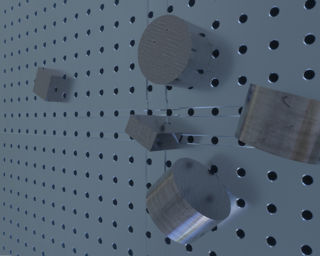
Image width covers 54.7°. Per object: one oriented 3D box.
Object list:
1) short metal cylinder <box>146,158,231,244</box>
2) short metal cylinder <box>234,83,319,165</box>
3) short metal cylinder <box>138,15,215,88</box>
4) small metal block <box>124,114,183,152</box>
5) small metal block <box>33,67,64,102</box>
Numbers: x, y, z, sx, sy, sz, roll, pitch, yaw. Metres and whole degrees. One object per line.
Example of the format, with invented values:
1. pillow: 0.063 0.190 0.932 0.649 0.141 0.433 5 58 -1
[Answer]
1. short metal cylinder: 0.032 0.080 0.347 0.050 0.081 0.080 -49 61 29
2. short metal cylinder: 0.114 -0.006 0.279 0.080 0.081 0.050 23 105 37
3. short metal cylinder: 0.019 -0.090 0.377 0.080 0.050 0.079 0 90 40
4. small metal block: -0.008 0.005 0.400 0.050 0.050 0.025 35 112 34
5. small metal block: -0.212 -0.082 0.584 0.050 0.025 0.050 31 109 35
